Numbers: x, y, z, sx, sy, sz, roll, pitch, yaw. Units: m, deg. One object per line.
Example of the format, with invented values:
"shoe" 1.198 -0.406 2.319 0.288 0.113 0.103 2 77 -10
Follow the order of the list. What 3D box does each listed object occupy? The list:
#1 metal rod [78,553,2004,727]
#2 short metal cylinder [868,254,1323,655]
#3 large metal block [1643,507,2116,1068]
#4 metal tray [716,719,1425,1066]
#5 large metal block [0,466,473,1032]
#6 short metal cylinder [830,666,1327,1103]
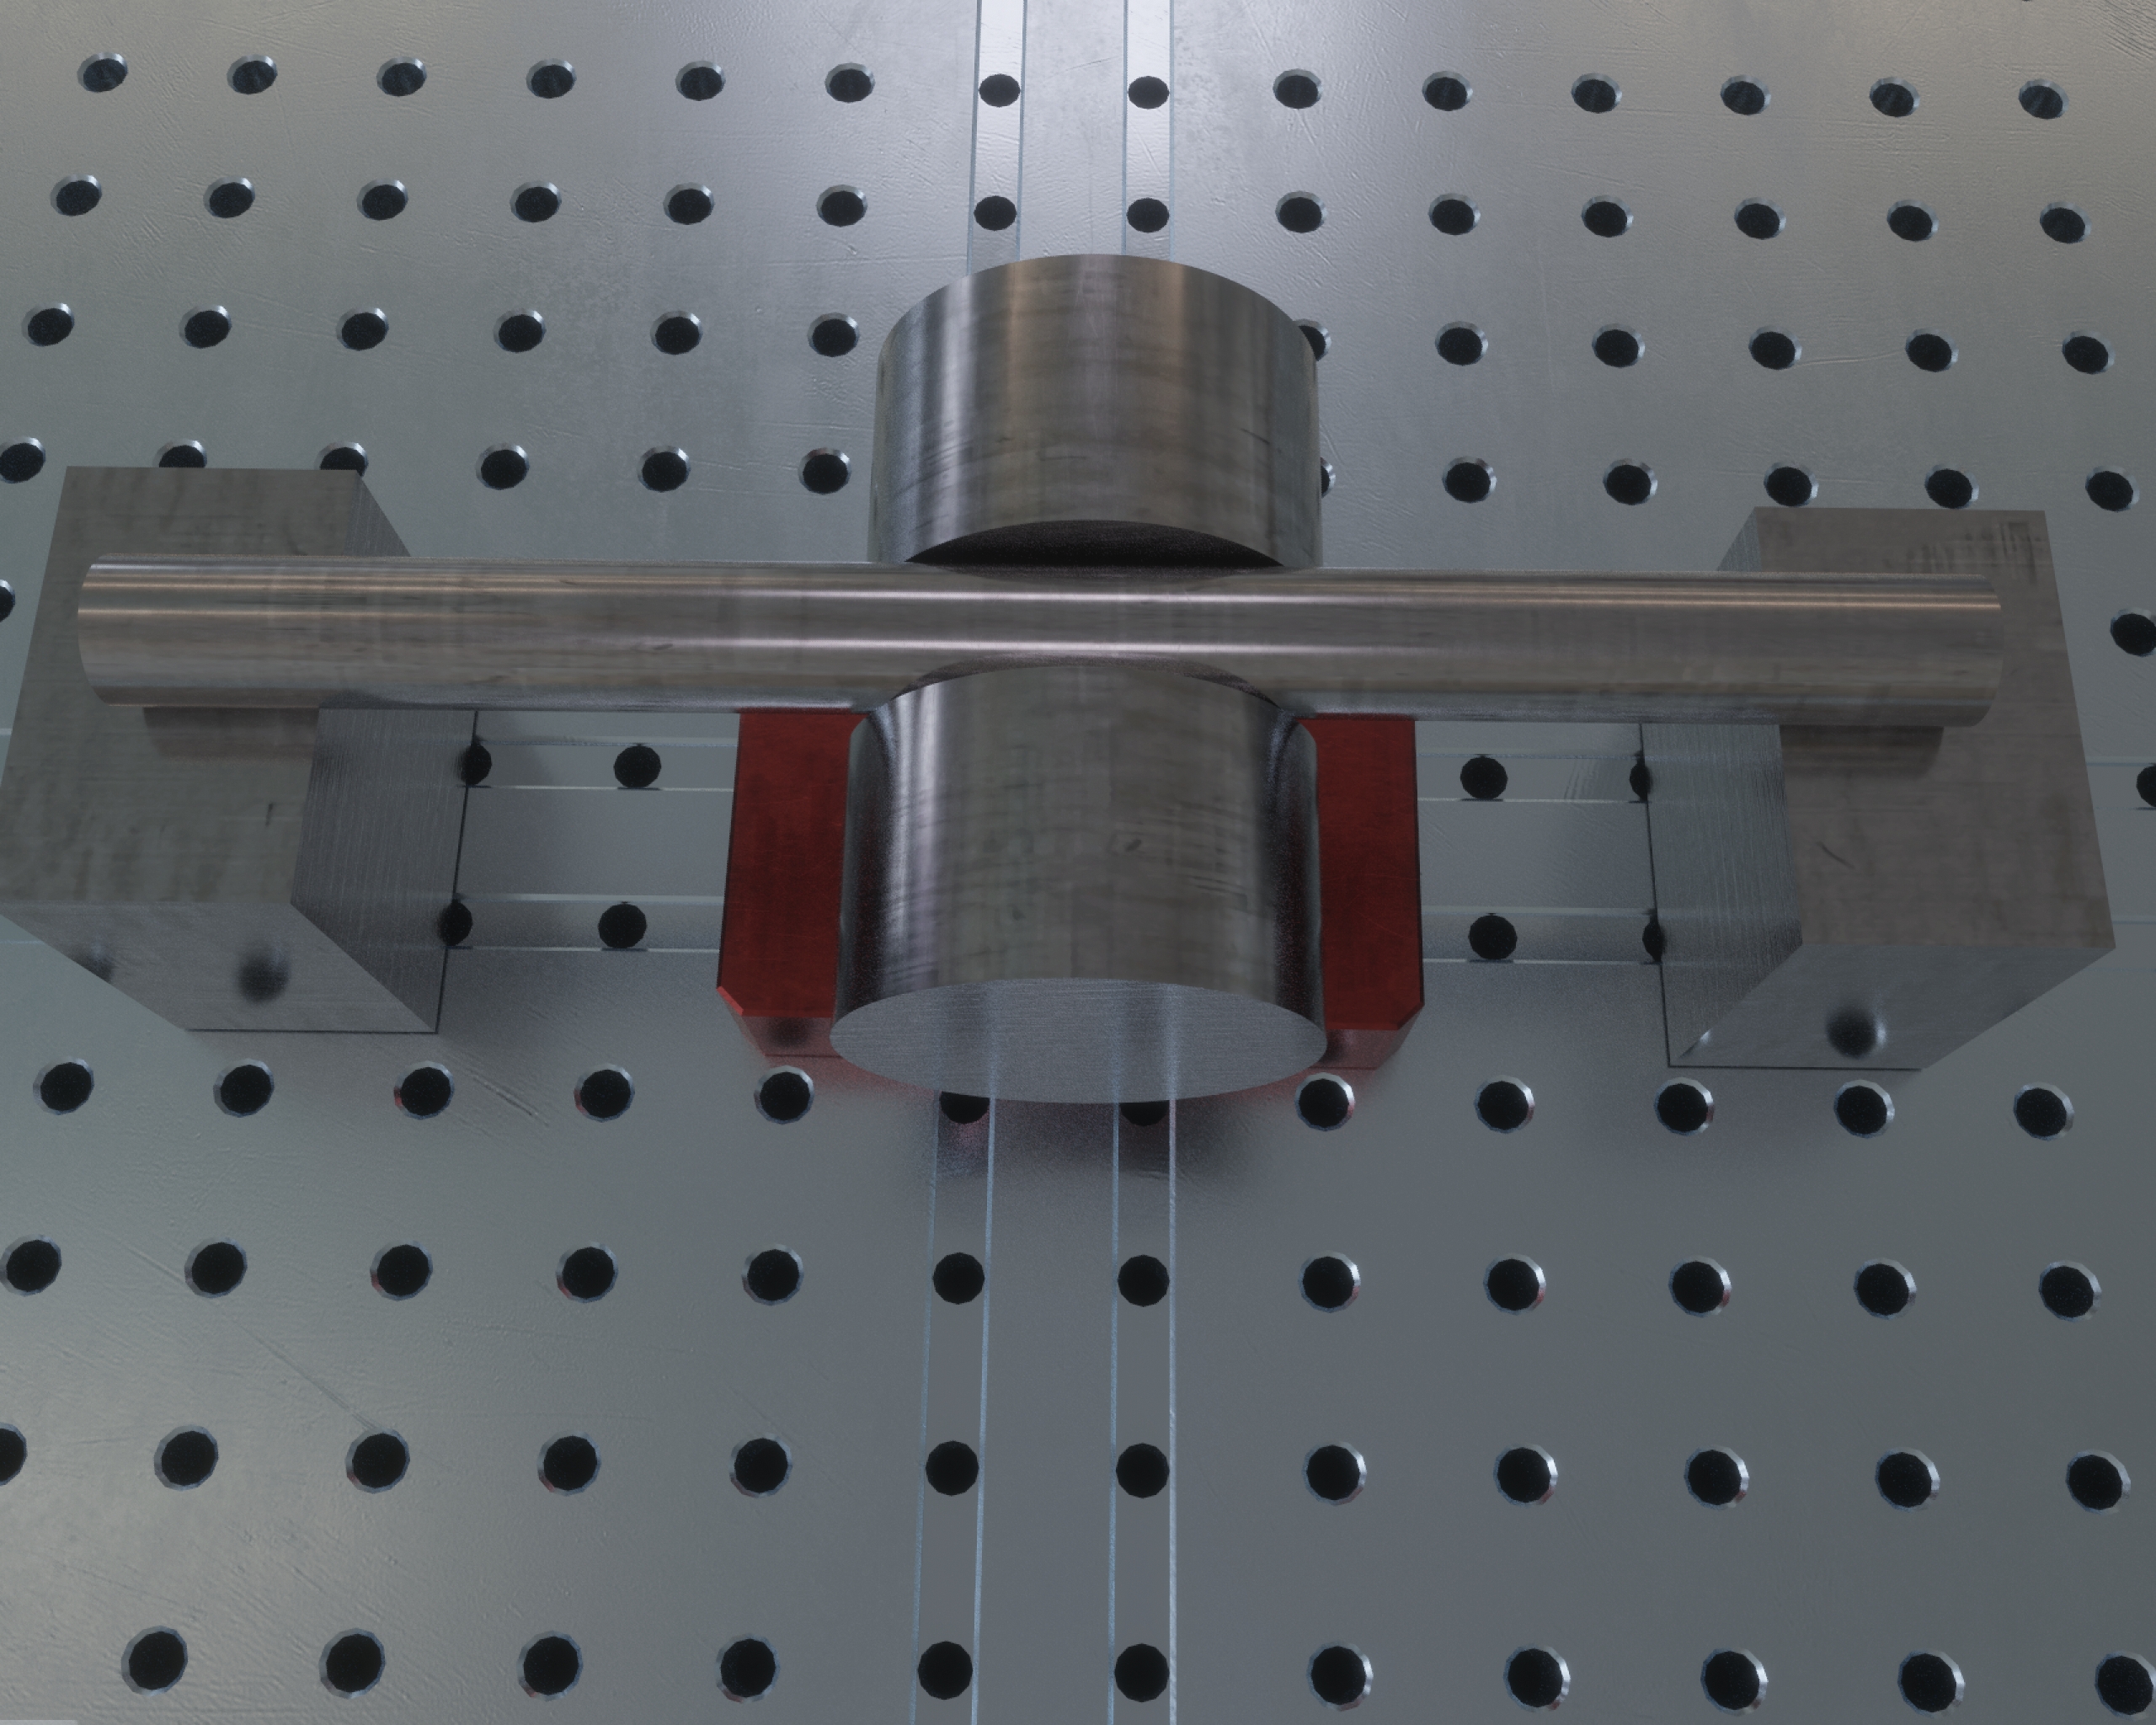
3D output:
"metal rod" -0.006 -0.036 0.339 0.302 0.025 0.025 1 70 0
"short metal cylinder" 0.003 -0.064 0.374 0.080 0.080 0.050 1 70 0
"large metal block" 0.142 -0.011 0.386 0.050 0.080 0.080 1 70 0
"metal tray" 0.000 -0.008 0.412 0.131 0.030 0.090 1 70 0
"large metal block" -0.151 -0.018 0.387 0.050 0.080 0.080 1 70 0
"short metal cylinder" 0.001 0.007 0.348 0.080 0.080 0.050 1 70 0
